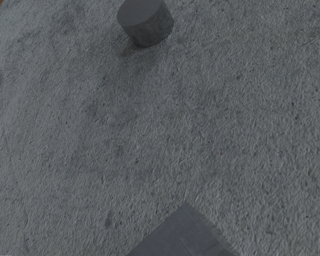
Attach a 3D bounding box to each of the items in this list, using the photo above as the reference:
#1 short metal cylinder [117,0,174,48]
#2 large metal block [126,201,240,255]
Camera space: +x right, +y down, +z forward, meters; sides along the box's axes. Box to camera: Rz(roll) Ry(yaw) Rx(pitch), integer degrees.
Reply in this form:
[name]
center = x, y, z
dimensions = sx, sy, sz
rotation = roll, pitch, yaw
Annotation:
[short metal cylinder]
center = -0.023, -0.180, 0.511
dimensions = 0.080, 0.050, 0.080
rotation = -13, 56, 21
[large metal block]
center = 0.023, 0.123, 0.281
dimensions = 0.080, 0.080, 0.050
rotation = -42, 51, -1
